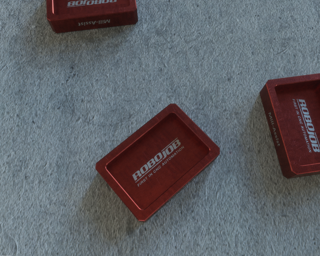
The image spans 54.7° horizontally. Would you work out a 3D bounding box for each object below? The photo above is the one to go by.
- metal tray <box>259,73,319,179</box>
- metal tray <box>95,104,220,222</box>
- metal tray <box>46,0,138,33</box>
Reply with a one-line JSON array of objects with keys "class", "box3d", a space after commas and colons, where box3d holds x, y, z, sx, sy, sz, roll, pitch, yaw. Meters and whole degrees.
[{"class": "metal tray", "box3d": [0.194, -0.005, 0.408, 0.091, 0.030, 0.130, -8, 70, -3]}, {"class": "metal tray", "box3d": [-0.002, 0.042, 0.389, 0.130, 0.030, 0.090, -39, 75, -13]}, {"class": "metal tray", "box3d": [-0.104, -0.199, 0.477, 0.131, 0.030, 0.090, -8, 70, -3]}]
